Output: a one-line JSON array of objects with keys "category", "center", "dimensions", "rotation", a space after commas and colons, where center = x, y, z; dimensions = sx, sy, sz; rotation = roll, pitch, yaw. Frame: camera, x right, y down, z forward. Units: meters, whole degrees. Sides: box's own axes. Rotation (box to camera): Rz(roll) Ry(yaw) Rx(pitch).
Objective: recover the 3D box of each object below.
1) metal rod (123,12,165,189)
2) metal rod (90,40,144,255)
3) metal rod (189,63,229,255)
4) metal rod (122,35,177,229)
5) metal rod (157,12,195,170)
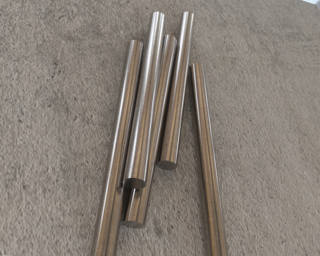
[{"category": "metal rod", "center": [-0.015, -0.060, 0.414], "dimensions": [0.025, 0.025, 0.300], "rotation": [19, 50, -17]}, {"category": "metal rod", "center": [-0.046, 0.004, 0.377], "dimensions": [0.025, 0.025, 0.300], "rotation": [17, 55, -19]}, {"category": "metal rod", "center": [0.062, 0.033, 0.418], "dimensions": [0.025, 0.025, 0.299], "rotation": [12, 57, -22]}, {"category": "metal rod", "center": [-0.007, -0.019, 0.413], "dimensions": [0.025, 0.025, 0.300], "rotation": [22, 53, -16]}, {"category": "metal rod", "center": [0.029, -0.075, 0.467], "dimensions": [0.025, 0.025, 0.300], "rotation": [21, 54, -16]}]
